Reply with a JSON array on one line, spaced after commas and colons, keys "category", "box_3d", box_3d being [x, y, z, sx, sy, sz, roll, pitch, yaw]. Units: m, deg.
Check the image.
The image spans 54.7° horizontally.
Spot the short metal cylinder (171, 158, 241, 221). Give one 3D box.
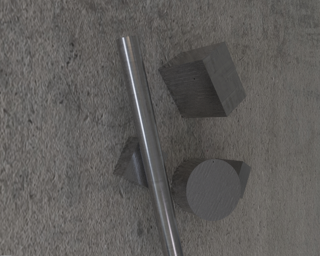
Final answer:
[{"category": "short metal cylinder", "box_3d": [0.062, 0.082, 0.425, 0.081, 0.050, 0.080, 1, 86, -20]}]

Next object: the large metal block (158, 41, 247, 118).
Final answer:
[{"category": "large metal block", "box_3d": [0.057, -0.061, 0.416, 0.050, 0.080, 0.080, -43, 116, -32]}]

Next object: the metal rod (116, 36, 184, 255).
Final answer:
[{"category": "metal rod", "box_3d": [-0.006, 0.045, 0.366, 0.025, 0.025, 0.298, -20, 103, -38]}]

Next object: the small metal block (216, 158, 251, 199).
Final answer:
[{"category": "small metal block", "box_3d": [0.106, 0.077, 0.477, 0.025, 0.050, 0.050, 35, 68, -36]}]

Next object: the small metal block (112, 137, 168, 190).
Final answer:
[{"category": "small metal block", "box_3d": [-0.023, 0.045, 0.385, 0.050, 0.025, 0.050, 34, 69, -35]}]
